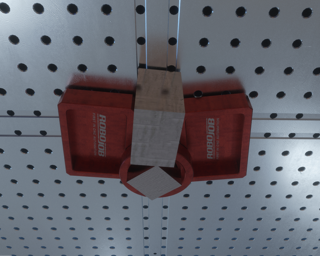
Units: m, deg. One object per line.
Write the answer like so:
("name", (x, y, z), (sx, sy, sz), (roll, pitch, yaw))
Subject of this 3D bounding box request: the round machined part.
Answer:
("round machined part", (-0.004, 0.049, 0.425), (0.099, 0.042, 0.097), (0, 130, 0))

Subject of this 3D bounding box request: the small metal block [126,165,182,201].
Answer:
("small metal block", (-0.007, 0.063, 0.405), (0.050, 0.025, 0.050), (-32, 124, 24))

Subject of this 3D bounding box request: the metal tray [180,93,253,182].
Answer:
("metal tray", (0.072, 0.018, 0.419), (0.091, 0.030, 0.129), (-5, 130, 4))

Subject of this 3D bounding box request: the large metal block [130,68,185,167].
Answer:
("large metal block", (-0.005, -0.012, 0.360), (0.050, 0.080, 0.079), (5, 130, -4))

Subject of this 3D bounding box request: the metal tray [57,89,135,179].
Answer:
("metal tray", (-0.081, 0.013, 0.413), (0.091, 0.030, 0.129), (5, 130, -4))
